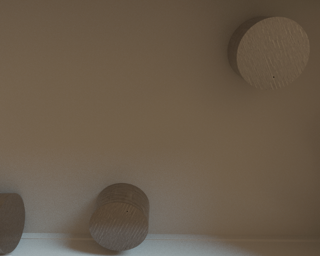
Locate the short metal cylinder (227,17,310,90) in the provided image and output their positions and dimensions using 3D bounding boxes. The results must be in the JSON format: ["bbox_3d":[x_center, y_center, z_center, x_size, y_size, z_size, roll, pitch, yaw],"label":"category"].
[{"bbox_3d":[0.125,-0.090,0.366,0.081,0.050,0.079,0,110,0],"label":"short metal cylinder"}]

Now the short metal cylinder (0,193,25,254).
[{"bbox_3d":[-0.229,0.131,0.428,0.050,0.080,0.079,-1,110,0],"label":"short metal cylinder"}]

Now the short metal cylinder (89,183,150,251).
[{"bbox_3d":[-0.056,0.126,0.444,0.081,0.050,0.079,0,110,0],"label":"short metal cylinder"}]
